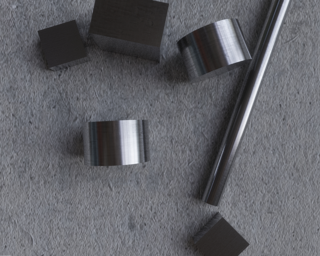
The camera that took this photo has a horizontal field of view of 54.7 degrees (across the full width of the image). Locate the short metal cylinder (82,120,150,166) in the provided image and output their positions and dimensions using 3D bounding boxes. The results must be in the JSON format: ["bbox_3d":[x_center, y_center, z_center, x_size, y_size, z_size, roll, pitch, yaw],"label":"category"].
[{"bbox_3d":[-0.053,0.017,0.382,0.081,0.080,0.050,-3,90,-1],"label":"short metal cylinder"}]

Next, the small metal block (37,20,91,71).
[{"bbox_3d":[-0.125,-0.108,0.408,0.050,0.025,0.050,-17,90,-1],"label":"small metal block"}]

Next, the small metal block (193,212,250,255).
[{"bbox_3d":[0.080,0.150,0.411,0.050,0.025,0.050,-44,91,0],"label":"small metal block"}]

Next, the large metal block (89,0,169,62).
[{"bbox_3d":[-0.035,-0.122,0.382,0.080,0.080,0.050,12,90,-1],"label":"large metal block"}]

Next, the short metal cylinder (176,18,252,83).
[{"bbox_3d":[0.066,-0.093,0.383,0.080,0.080,0.050,-19,90,0],"label":"short metal cylinder"}]

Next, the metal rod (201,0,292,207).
[{"bbox_3d":[0.116,-0.042,0.411,0.025,0.025,0.299,20,90,-1],"label":"metal rod"}]
